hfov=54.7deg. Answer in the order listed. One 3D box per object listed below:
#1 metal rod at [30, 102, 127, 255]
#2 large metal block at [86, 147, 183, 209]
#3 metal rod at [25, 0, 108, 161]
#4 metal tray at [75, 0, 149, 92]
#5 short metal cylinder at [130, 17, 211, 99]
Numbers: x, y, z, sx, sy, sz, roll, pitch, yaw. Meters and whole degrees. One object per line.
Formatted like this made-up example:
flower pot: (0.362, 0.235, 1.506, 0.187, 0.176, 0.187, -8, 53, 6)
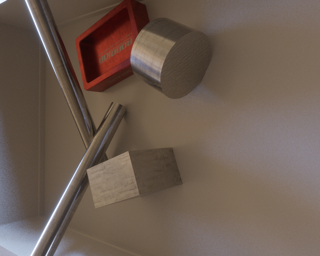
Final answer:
metal rod: (-0.119, 0.097, 0.407, 0.025, 0.025, 0.300, 7, 64, 39)
large metal block: (-0.032, 0.063, 0.395, 0.080, 0.081, 0.050, -25, 74, 37)
metal rod: (-0.126, -0.063, 0.427, 0.025, 0.025, 0.298, 0, 115, 40)
metal tray: (-0.069, -0.117, 0.457, 0.130, 0.030, 0.090, -21, 77, 37)
short metal cylinder: (0.013, -0.080, 0.358, 0.050, 0.081, 0.079, 36, 112, 34)
